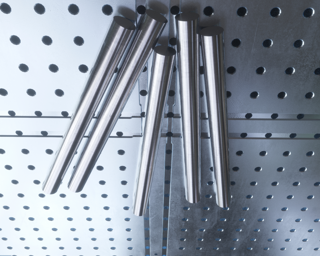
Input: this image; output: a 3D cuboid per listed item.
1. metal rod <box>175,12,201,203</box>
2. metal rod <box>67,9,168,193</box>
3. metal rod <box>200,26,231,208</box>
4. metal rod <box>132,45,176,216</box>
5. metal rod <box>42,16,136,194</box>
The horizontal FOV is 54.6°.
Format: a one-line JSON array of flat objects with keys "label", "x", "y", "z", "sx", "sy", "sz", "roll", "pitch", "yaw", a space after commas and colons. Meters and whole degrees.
[{"label": "metal rod", "x": 0.041, "y": 0.000, "z": 0.412, "sx": 0.025, "sy": 0.025, "sz": 0.298, "roll": -4, "pitch": 130, "yaw": 3}, {"label": "metal rod", "x": -0.068, "y": -0.011, "z": 0.402, "sx": 0.025, "sy": 0.025, "sz": 0.298, "roll": 20, "pitch": 127, "yaw": -16}, {"label": "metal rod", "x": 0.080, "y": 0.010, "z": 0.420, "sx": 0.025, "sy": 0.025, "sz": 0.299, "roll": -8, "pitch": 130, "yaw": 6}, {"label": "metal rod", "x": -0.015, "y": 0.028, "z": 0.435, "sx": 0.025, "sy": 0.025, "sz": 0.298, "roll": 6, "pitch": 130, "yaw": -5}, {"label": "metal rod", "x": -0.105, "y": -0.007, "z": 0.404, "sx": 0.025, "sy": 0.025, "sz": 0.298, "roll": 22, "pitch": 127, "yaw": -17}]
